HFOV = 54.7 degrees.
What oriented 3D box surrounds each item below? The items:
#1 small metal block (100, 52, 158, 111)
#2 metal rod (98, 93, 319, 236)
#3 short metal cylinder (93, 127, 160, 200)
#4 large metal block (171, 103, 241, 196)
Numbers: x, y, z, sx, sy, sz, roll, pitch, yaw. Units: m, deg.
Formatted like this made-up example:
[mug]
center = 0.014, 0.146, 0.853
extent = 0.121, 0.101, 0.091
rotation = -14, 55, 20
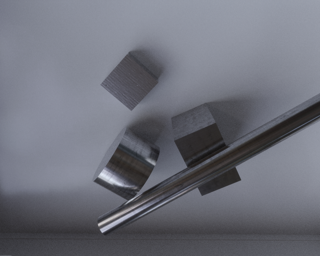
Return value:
[small metal block]
center = -0.037, -0.059, 0.389
extent = 0.050, 0.025, 0.050
rotation = 41, 105, -14
[metal rod]
center = 0.061, 0.041, 0.341
extent = 0.300, 0.025, 0.025
rotation = -31, 108, 10
[short metal cylinder]
center = -0.043, 0.045, 0.398
extent = 0.050, 0.080, 0.080
rotation = 32, 107, -12
[large metal block]
center = 0.055, 0.024, 0.392
extent = 0.050, 0.080, 0.080
rotation = -24, 109, 8
